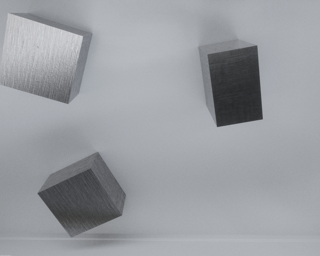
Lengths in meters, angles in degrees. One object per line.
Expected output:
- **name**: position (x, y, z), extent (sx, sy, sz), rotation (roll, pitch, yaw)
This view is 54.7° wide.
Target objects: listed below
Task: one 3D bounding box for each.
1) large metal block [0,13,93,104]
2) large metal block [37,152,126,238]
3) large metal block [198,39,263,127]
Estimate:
- **large metal block**: position (-0.133, -0.083, 0.366), extent (0.080, 0.050, 0.079), rotation (16, 109, -6)
- **large metal block**: position (-0.105, 0.092, 0.431), extent (0.080, 0.050, 0.080), rotation (-26, 108, 9)
- **large metal block**: position (0.080, -0.056, 0.362), extent (0.050, 0.080, 0.079), rotation (-10, 110, 4)
